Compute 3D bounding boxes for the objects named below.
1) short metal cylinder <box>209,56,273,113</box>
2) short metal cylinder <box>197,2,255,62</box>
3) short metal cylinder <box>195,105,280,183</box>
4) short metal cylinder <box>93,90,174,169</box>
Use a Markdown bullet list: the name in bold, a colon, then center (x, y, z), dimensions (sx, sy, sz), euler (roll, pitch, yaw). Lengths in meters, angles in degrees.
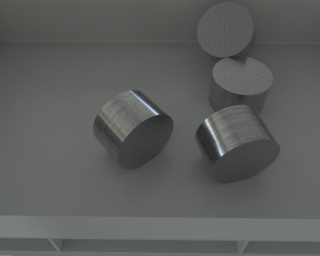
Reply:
- **short metal cylinder**: center (0.111, -0.057, 0.437), dimensions (0.080, 0.050, 0.080), euler (0, 50, 0)
- **short metal cylinder**: center (0.101, -0.140, 0.467), dimensions (0.080, 0.050, 0.080), euler (0, 89, 20)
- **short metal cylinder**: center (0.087, 0.020, 0.353), dimensions (0.081, 0.080, 0.050), euler (-12, 51, -10)
- **short metal cylinder**: center (-0.031, 0.002, 0.367), dimensions (0.080, 0.080, 0.050), euler (-32, 57, -24)
